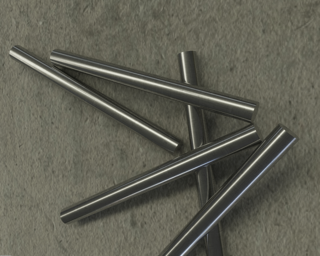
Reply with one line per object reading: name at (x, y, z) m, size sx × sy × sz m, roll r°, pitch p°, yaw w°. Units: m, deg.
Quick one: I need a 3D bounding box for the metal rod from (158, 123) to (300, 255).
metal rod at (0.047, 0.115, 0.365) m, size 0.025 × 0.025 × 0.298 m, roll 42°, pitch 113°, yaw 15°

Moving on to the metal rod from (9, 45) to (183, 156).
metal rod at (-0.101, -0.046, 0.443) m, size 0.301 × 0.025 × 0.025 m, roll 30°, pitch 100°, yaw 17°

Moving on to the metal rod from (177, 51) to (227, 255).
metal rod at (0.055, 0.053, 0.389) m, size 0.025 × 0.025 × 0.298 m, roll -9°, pitch 87°, yaw 19°

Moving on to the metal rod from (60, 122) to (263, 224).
metal rod at (-0.015, 0.067, 0.394) m, size 0.300 × 0.025 × 0.025 m, roll -27°, pitch 81°, yaw 24°

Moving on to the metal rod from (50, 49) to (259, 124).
metal rod at (-0.026, -0.061, 0.398) m, size 0.301 × 0.025 × 0.025 m, roll 19°, pitch 96°, yaw 25°
